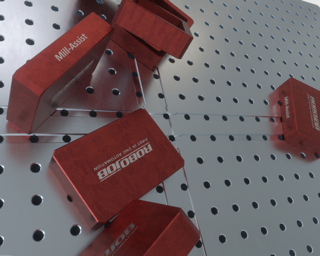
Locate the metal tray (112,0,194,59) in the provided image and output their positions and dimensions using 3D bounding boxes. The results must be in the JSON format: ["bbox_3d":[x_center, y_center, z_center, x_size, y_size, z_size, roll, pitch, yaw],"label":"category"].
[{"bbox_3d":[-0.006,-0.139,0.408,0.090,0.030,0.130,27,24,-12],"label":"metal tray"}]

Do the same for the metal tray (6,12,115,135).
[{"bbox_3d":[-0.109,-0.062,0.344,0.030,0.090,0.130,38,51,-7],"label":"metal tray"}]

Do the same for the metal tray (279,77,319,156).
[{"bbox_3d":[0.265,-0.021,0.560,0.090,0.030,0.130,21,54,-16],"label":"metal tray"}]

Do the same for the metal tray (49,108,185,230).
[{"bbox_3d":[-0.045,0.041,0.356,0.131,0.030,0.090,-30,78,-38],"label":"metal tray"}]

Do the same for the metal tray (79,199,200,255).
[{"bbox_3d":[-0.037,0.119,0.255,0.131,0.090,0.030,-44,106,-28],"label":"metal tray"}]

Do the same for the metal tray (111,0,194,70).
[{"bbox_3d":[-0.011,-0.161,0.496,0.090,0.030,0.130,37,51,-3],"label":"metal tray"}]
